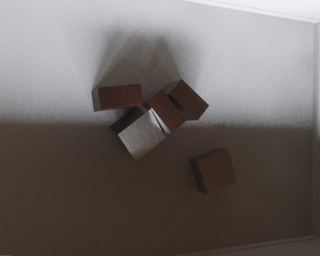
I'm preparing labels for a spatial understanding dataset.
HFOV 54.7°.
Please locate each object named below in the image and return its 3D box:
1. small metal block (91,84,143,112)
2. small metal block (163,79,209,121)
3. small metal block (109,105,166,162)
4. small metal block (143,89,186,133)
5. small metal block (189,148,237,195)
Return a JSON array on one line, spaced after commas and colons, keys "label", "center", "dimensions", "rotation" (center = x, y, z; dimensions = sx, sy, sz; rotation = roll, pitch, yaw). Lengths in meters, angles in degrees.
[{"label": "small metal block", "center": [-0.053, -0.036, 0.378], "dimensions": [0.050, 0.050, 0.025], "rotation": [-9, 93, -20]}, {"label": "small metal block", "center": [0.029, -0.035, 0.409], "dimensions": [0.050, 0.050, 0.025], "rotation": [41, 77, -16]}, {"label": "small metal block", "center": [-0.028, 0.006, 0.391], "dimensions": [0.050, 0.025, 0.050], "rotation": [-39, 128, -16]}, {"label": "small metal block", "center": [0.000, -0.021, 0.398], "dimensions": [0.025, 0.050, 0.050], "rotation": [-42, 104, -15]}, {"label": "small metal block", "center": [0.076, 0.060, 0.440], "dimensions": [0.050, 0.025, 0.050], "rotation": [-19, 97, -19]}]
